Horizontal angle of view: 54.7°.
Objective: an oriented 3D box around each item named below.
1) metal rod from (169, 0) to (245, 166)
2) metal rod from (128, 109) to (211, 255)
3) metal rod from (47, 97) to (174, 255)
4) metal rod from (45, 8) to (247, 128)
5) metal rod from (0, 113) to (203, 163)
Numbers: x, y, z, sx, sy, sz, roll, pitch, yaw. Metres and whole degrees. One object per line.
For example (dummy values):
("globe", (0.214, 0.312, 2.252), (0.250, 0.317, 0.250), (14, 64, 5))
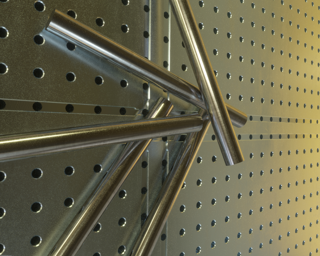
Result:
("metal rod", (0.050, -0.096, 0.408), (0.025, 0.025, 0.298), (-17, 87, -39))
("metal rod", (0.020, 0.074, 0.427), (0.025, 0.025, 0.300), (42, 65, -32))
("metal rod", (-0.068, 0.081, 0.353), (0.025, 0.025, 0.301), (49, 61, -29))
("metal rod", (0.006, -0.062, 0.396), (0.302, 0.025, 0.025), (23, 76, -32))
("metal rod", (-0.076, 0.010, 0.325), (0.303, 0.025, 0.025), (-8, 95, -34))
